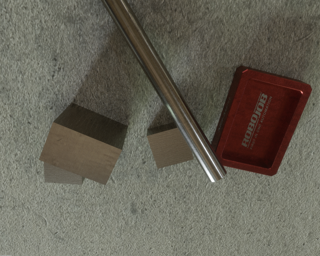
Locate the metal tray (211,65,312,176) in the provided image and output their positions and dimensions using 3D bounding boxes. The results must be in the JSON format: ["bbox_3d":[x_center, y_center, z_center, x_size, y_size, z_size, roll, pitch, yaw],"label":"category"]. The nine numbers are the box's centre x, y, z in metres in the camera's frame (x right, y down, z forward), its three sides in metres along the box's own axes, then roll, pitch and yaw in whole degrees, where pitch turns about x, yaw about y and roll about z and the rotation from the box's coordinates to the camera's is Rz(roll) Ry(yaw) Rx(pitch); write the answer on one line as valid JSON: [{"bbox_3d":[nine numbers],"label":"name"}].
[{"bbox_3d":[0.127,-0.007,0.406,0.091,0.030,0.129,13,110,-5],"label":"metal tray"}]

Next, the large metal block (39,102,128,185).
[{"bbox_3d":[-0.090,0.017,0.385,0.080,0.080,0.050,23,108,-9],"label":"large metal block"}]

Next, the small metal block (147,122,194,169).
[{"bbox_3d":[0.014,0.022,0.418,0.050,0.025,0.050,-16,110,5],"label":"small metal block"}]

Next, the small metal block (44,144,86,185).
[{"bbox_3d":[-0.130,0.048,0.426,0.050,0.025,0.050,4,110,-2],"label":"small metal block"}]

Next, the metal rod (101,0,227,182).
[{"bbox_3d":[-0.002,-0.063,0.369,0.025,0.025,0.299,-30,102,10],"label":"metal rod"}]
